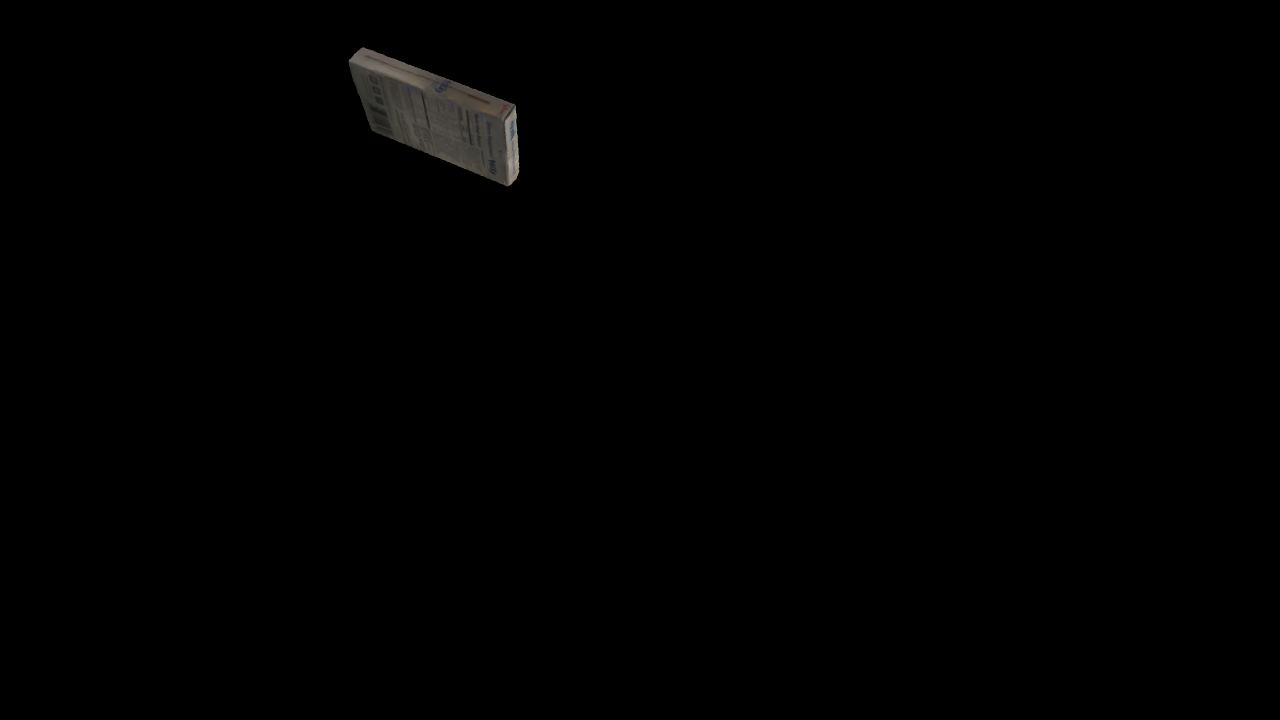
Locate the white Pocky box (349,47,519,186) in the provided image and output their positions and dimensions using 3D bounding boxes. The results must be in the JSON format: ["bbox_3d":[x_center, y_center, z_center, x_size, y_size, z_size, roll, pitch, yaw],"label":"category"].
[{"bbox_3d":[-0.189,-0.226,0.577,0.154,0.028,0.084,22,-28,4],"label":"white Pocky box"}]
